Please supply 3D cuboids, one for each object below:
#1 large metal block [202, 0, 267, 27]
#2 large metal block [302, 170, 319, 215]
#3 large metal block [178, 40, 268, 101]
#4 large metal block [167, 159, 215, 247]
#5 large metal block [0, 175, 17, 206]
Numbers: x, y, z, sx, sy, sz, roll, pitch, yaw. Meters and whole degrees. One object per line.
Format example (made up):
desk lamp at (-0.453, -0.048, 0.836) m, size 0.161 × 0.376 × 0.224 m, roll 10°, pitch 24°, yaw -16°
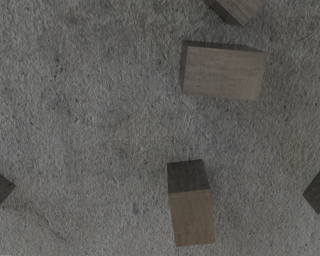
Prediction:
large metal block at (0.067, -0.155, 0.324) m, size 0.080 × 0.080 × 0.050 m, roll 38°, pitch 106°, yaw -13°
large metal block at (0.265, 0.090, 0.432) m, size 0.080 × 0.050 × 0.080 m, roll 24°, pitch 108°, yaw -9°
large metal block at (0.066, -0.069, 0.355) m, size 0.081 × 0.080 × 0.050 m, roll 5°, pitch 110°, yaw -2°
large metal block at (0.040, 0.098, 0.417) m, size 0.050 × 0.080 × 0.079 m, roll -7°, pitch 110°, yaw 2°
large metal block at (-0.256, 0.090, 0.411) m, size 0.080 × 0.080 × 0.050 m, roll 41°, pitch 105°, yaw -14°
